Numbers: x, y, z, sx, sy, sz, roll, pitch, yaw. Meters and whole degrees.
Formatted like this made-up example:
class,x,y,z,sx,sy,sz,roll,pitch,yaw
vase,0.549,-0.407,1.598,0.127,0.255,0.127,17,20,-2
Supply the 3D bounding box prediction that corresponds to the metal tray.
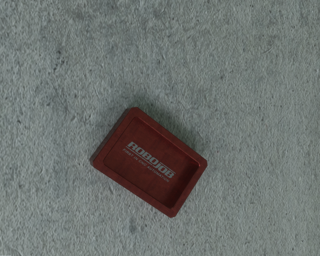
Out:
class,x,y,z,sx,sy,sz,roll,pitch,yaw
metal tray,-0.012,0.045,0.404,0.130,0.030,0.090,38,78,-17
